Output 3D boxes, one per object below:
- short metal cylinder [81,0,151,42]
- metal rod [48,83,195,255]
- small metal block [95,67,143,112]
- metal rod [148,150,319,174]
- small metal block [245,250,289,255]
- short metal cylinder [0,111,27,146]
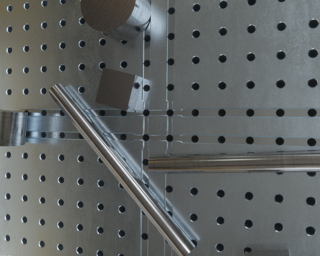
[{"bbox_3d":[-0.059,-0.164,0.420,0.080,0.050,0.079,0,90,20],"label":"short metal cylinder"},{"bbox_3d":[-0.060,0.051,0.433,0.025,0.025,0.300,-45,76,14],"label":"metal rod"},{"bbox_3d":[-0.057,-0.053,0.433,0.050,0.025,0.050,16,95,19],"label":"small metal block"},{"bbox_3d":[0.130,0.040,0.366,0.301,0.025,0.025,-4,89,19],"label":"metal rod"},{"bbox_3d":[0.130,0.174,0.367,0.050,0.025,0.050,-9,87,19],"label":"small metal block"},{"bbox_3d":[-0.247,-0.003,0.470,0.080,0.080,0.050,7,92,20],"label":"short metal cylinder"}]
